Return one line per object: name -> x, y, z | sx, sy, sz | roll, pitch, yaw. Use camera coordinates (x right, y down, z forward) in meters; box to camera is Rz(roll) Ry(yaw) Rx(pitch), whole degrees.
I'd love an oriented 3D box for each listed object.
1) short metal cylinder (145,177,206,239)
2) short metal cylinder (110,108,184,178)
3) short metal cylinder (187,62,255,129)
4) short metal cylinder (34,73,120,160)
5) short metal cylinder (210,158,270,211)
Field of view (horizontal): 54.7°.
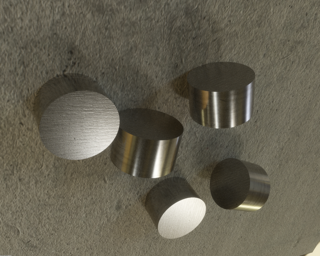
short metal cylinder -> 0.023, 0.123, 0.479 | 0.081, 0.050, 0.079 | -14, 124, -21
short metal cylinder -> -0.016, 0.016, 0.372 | 0.081, 0.080, 0.050 | -3, 120, -27
short metal cylinder -> 0.076, -0.043, 0.386 | 0.081, 0.080, 0.050 | -20, 126, -16
short metal cylinder -> -0.090, -0.013, 0.333 | 0.081, 0.050, 0.079 | -14, 124, -21
short metal cylinder -> 0.127, 0.092, 0.497 | 0.050, 0.080, 0.080 | 16, 110, -35
